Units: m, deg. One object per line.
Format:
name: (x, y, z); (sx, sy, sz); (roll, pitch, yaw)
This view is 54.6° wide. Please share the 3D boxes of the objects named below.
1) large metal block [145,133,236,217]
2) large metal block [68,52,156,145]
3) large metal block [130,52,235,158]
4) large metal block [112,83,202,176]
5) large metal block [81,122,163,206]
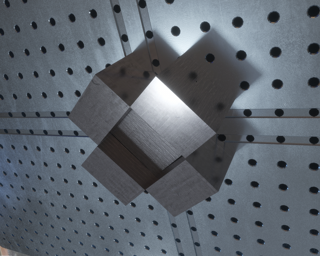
large metal block: (0.039, 0.053, 0.390); (0.050, 0.080, 0.080); (45, 129, -3)
large metal block: (-0.055, -0.037, 0.383); (0.050, 0.080, 0.080); (44, 129, -2)
large metal block: (0.028, -0.028, 0.344); (0.080, 0.080, 0.050); (43, 129, -2)
large metal block: (-0.001, 0.002, 0.396); (0.080, 0.050, 0.080); (45, 131, -1)
large metal block: (-0.045, 0.044, 0.427); (0.080, 0.080, 0.050); (43, 129, -2)
